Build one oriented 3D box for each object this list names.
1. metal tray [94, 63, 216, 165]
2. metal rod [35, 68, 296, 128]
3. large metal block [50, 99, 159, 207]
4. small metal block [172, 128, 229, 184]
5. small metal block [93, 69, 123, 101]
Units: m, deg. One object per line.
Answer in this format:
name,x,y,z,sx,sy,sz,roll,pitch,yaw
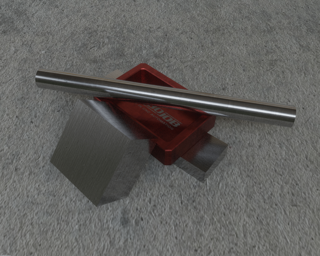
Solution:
metal tray,-0.007,-0.023,0.387,0.130,0.030,0.090,36,58,26
metal rod,0.000,-0.037,0.364,0.302,0.025,0.025,9,51,7
large metal block,-0.062,0.024,0.337,0.080,0.080,0.050,35,17,26
small metal block,0.047,0.031,0.379,0.050,0.025,0.050,31,56,23
small metal block,-0.064,-0.053,0.448,0.050,0.025,0.050,37,59,26
